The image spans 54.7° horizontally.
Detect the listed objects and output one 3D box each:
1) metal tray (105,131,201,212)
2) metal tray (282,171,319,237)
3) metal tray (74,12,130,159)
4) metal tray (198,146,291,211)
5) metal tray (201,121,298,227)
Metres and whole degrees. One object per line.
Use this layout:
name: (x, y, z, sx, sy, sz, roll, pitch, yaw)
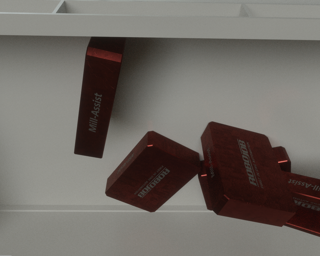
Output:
metal tray: (-0.012, 0.071, 0.466, 0.090, 0.030, 0.129, 27, 125, -22)
metal tray: (0.199, 0.105, 0.415, 0.130, 0.030, 0.090, 11, 139, 35)
metal tray: (-0.062, -0.043, 0.329, 0.030, 0.090, 0.129, 11, 129, -10)
metal tray: (0.129, 0.080, 0.476, 0.131, 0.030, 0.090, -12, 130, 9)
metal tray: (0.104, 0.052, 0.386, 0.091, 0.130, 0.030, 14, 128, -12)
